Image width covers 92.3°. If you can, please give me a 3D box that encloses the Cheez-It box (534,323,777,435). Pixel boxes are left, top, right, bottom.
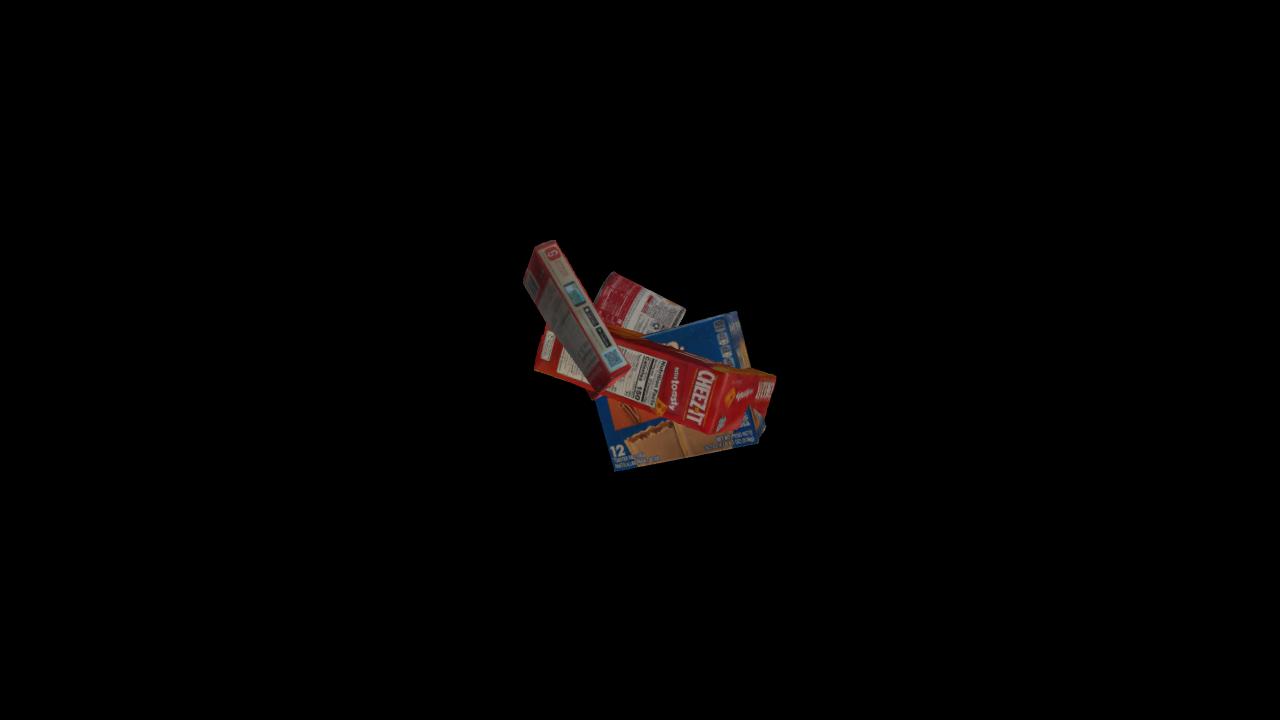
[{"bbox_3d":[0.021,0.013,0.688,0.223,0.071,0.166,19,8,28],"label":"Cheez-It box"}]

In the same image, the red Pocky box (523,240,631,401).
[{"bbox_3d":[-0.068,-0.038,0.634,0.028,0.155,0.083,-27,-8,-26],"label":"red Pocky box"}]

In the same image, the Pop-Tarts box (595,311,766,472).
[{"bbox_3d":[0.040,0.034,0.692,0.167,0.141,0.083,-14,3,17],"label":"Pop-Tarts box"}]

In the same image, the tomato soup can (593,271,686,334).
[{"bbox_3d":[-0.002,-0.056,0.751,0.101,0.068,0.068,27,3,5],"label":"tomato soup can"}]
